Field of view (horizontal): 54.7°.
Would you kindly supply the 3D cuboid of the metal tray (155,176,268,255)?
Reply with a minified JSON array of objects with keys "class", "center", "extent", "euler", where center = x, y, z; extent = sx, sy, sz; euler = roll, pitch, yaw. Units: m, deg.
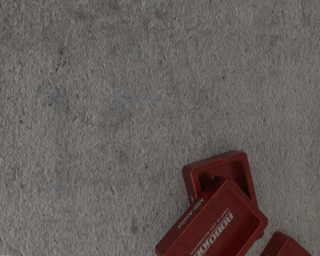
[{"class":"metal tray","center":[0.069,0.138,0.399],"extent":[0.130,0.030,0.090],"euler":[-46,105,-14]}]

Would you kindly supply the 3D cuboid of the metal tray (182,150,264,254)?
[{"class":"metal tray","center":[0.090,0.105,0.439],"extent":[0.091,0.030,0.129],"euler":[-15,95,-20]}]

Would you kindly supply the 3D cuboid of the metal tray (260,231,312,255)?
[{"class":"metal tray","center":[0.182,0.239,0.474],"extent":[0.090,0.030,0.130],"euler":[42,77,-15]}]
